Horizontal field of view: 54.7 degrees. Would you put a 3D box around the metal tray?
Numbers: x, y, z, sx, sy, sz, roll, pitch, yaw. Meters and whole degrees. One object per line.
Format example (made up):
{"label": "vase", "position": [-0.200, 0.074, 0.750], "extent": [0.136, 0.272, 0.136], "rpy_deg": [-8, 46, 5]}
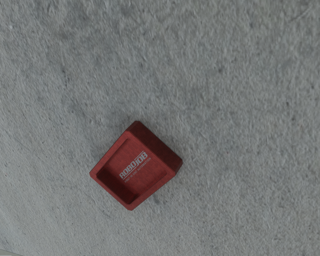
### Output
{"label": "metal tray", "position": [-0.039, 0.060, 0.459], "extent": [0.090, 0.030, 0.129], "rpy_deg": [42, 129, -2]}
